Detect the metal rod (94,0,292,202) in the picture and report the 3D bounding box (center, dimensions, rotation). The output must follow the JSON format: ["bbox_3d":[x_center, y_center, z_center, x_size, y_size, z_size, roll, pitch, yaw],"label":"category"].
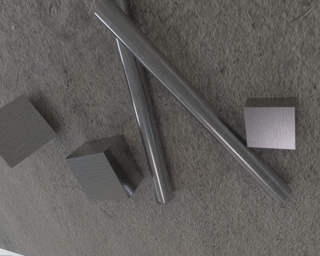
[{"bbox_3d":[0.045,-0.023,0.352,0.300,0.025,0.025,45,129,-10],"label":"metal rod"}]

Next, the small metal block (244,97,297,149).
[{"bbox_3d":[0.122,-0.006,0.339,0.050,0.025,0.050,2,119,27],"label":"small metal block"}]

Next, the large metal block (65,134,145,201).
[{"bbox_3d":[-0.083,0.062,0.473,0.080,0.050,0.080,-12,113,33],"label":"large metal block"}]

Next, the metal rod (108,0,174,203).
[{"bbox_3d":[-0.022,-0.026,0.401,0.025,0.025,0.298,1,119,27],"label":"metal rod"}]

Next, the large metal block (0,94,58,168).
[{"bbox_3d":[-0.222,0.006,0.483,0.080,0.080,0.050,54,157,-10],"label":"large metal block"}]
